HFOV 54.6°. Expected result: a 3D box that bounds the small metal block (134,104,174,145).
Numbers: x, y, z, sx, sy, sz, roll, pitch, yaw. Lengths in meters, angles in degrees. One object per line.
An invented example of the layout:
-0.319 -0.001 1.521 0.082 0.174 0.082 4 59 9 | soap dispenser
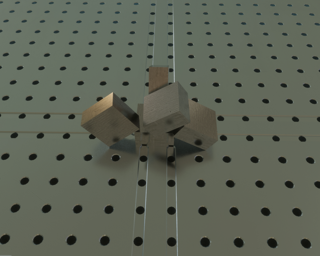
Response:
-0.006 -0.005 0.413 0.050 0.025 0.050 2 50 2 | small metal block

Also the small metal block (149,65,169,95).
-0.001 -0.061 0.429 0.025 0.050 0.050 2 14 2 | small metal block

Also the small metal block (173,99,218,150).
0.045 -0.006 0.399 0.050 0.025 0.050 23 46 -21 | small metal block

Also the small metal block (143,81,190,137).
0.007 -0.023 0.380 0.050 0.025 0.050 -23 45 24 | small metal block

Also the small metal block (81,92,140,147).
-0.061 -0.009 0.386 0.050 0.050 0.025 -30 41 21 | small metal block
